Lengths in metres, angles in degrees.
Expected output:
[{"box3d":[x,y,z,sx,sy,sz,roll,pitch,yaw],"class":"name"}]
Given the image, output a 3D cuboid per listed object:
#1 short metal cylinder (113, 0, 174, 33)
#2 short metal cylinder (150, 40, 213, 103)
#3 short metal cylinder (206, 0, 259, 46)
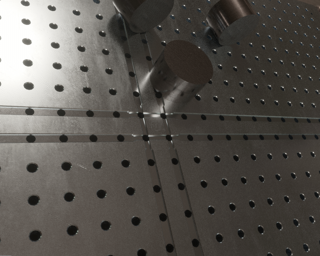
[{"box3d":[-0.026,-0.195,0.480,0.081,0.080,0.050,-24,75,-37],"class":"short metal cylinder"},{"box3d":[0.031,-0.084,0.462,0.081,0.050,0.080,14,56,-21],"class":"short metal cylinder"},{"box3d":[0.132,-0.197,0.567,0.081,0.080,0.050,-13,69,-34],"class":"short metal cylinder"}]
